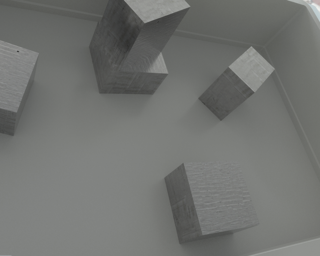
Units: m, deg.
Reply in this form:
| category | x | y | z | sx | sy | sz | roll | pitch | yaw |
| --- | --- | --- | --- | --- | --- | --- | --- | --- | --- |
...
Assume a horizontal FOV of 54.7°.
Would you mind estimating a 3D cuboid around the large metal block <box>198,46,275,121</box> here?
| category | x | y | z | sx | sy | sz | roll | pitch | yaw |
| --- | --- | --- | --- | --- | --- | --- | --- | --- | --- |
| large metal block | 0.117 | -0.068 | 0.477 | 0.050 | 0.080 | 0.080 | 46 | 51 | 3 |

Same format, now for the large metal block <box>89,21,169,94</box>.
| category | x | y | z | sx | sy | sz | roll | pitch | yaw |
| --- | --- | --- | --- | --- | --- | --- | --- | --- | --- |
| large metal block | -0.045 | -0.094 | 0.424 | 0.081 | 0.050 | 0.080 | -2 | 63 | -30 |

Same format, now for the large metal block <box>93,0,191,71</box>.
| category | x | y | z | sx | sy | sz | roll | pitch | yaw |
| --- | --- | --- | --- | --- | --- | --- | --- | --- | --- |
| large metal block | -0.023 | -0.124 | 0.371 | 0.050 | 0.080 | 0.081 | 50 | 51 | 6 |

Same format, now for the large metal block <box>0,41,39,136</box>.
| category | x | y | z | sx | sy | sz | roll | pitch | yaw |
| --- | --- | --- | --- | --- | --- | --- | --- | --- | --- |
| large metal block | -0.181 | -0.047 | 0.321 | 0.081 | 0.050 | 0.080 | 16 | 55 | -19 |

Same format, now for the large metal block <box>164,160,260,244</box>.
| category | x | y | z | sx | sy | sz | roll | pitch | yaw |
| --- | --- | --- | --- | --- | --- | --- | --- | --- | --- |
| large metal block | 0.060 | 0.086 | 0.371 | 0.081 | 0.050 | 0.080 | 1 | 61 | -28 |
